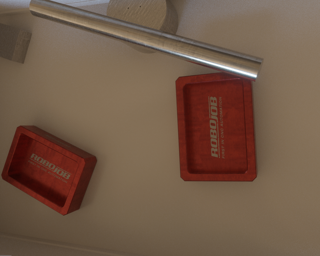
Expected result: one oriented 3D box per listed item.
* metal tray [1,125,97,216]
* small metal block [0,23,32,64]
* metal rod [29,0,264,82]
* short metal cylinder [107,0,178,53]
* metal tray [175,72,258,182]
[{"bbox_3d":[-0.168,0.060,0.465,0.130,0.030,0.089,24,98,18],"label":"metal tray"},{"bbox_3d":[-0.239,-0.135,0.493,0.050,0.025,0.050,21,97,18],"label":"small metal block"},{"bbox_3d":[-0.031,-0.111,0.367,0.301,0.025,0.025,21,97,18],"label":"metal rod"},{"bbox_3d":[-0.022,-0.143,0.404,0.080,0.050,0.079,0,90,19],"label":"short metal cylinder"},{"bbox_3d":[0.070,-0.001,0.382,0.090,0.030,0.129,-3,89,19],"label":"metal tray"}]
